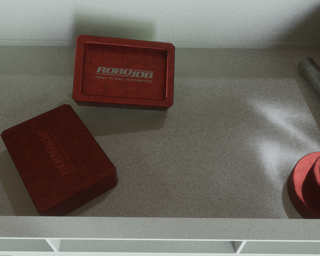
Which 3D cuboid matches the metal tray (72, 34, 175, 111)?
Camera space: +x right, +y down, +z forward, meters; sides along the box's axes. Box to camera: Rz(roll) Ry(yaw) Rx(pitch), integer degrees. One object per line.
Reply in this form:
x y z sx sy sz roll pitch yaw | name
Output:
-0.048 -0.073 0.421 0.131 0.030 0.090 3 83 -9 | metal tray

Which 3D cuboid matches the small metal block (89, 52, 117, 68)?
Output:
-0.085 -0.094 0.467 0.050 0.050 0.025 -30 56 -23 | small metal block

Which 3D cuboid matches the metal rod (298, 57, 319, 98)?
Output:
0.247 0.003 0.388 0.025 0.025 0.300 -4 45 -4 | metal rod

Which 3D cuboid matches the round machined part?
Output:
0.198 0.065 0.342 0.099 0.042 0.098 0 50 0 | round machined part

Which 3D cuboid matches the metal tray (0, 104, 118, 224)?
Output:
-0.121 0.036 0.370 0.091 0.030 0.130 -28 56 -22 | metal tray
